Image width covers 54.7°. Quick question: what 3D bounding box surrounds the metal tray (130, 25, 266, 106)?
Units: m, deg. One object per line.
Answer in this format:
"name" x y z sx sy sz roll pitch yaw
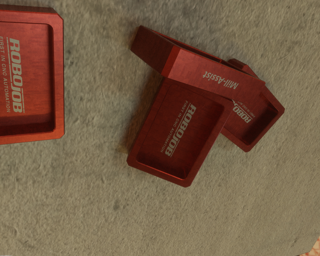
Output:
"metal tray" 0.043 -0.069 0.346 0.131 0.090 0.030 12 112 -34

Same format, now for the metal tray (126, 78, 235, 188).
"metal tray" 0.023 0.003 0.395 0.090 0.030 0.129 23 108 -9

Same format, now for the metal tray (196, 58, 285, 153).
"metal tray" 0.118 -0.028 0.452 0.130 0.030 0.090 34 99 -39

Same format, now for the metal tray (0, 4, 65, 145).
"metal tray" -0.141 -0.048 0.297 0.091 0.030 0.129 -6 121 -26
